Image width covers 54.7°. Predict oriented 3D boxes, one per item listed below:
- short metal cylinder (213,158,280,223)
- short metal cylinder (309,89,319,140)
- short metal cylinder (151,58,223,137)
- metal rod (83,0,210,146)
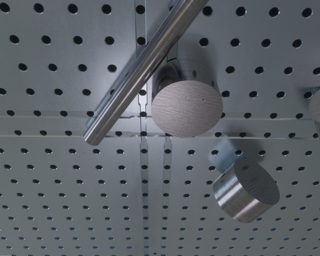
[{"bbox_3d":[0.126,0.091,0.454,0.080,0.080,0.050,23,126,-18],"label":"short metal cylinder"},{"bbox_3d":[0.225,-0.014,0.366,0.080,0.080,0.050,-24,126,19],"label":"short metal cylinder"},{"bbox_3d":[0.030,-0.035,0.366,0.081,0.050,0.079,0,130,0],"label":"short metal cylinder"},{"bbox_3d":[-0.008,-0.080,0.343,0.025,0.025,0.298,27,125,-22],"label":"metal rod"}]
